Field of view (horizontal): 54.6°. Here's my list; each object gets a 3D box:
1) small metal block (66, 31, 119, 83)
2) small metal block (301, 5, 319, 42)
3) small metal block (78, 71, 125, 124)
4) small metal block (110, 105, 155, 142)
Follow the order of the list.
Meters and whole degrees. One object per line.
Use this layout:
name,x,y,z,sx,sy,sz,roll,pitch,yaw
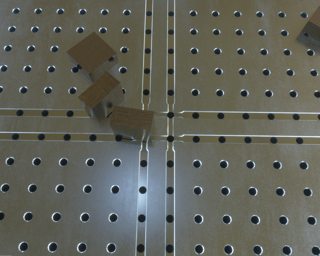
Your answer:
small metal block,-0.097,-0.103,0.449,0.050,0.025,0.050,-42,75,-14
small metal block,0.254,-0.159,0.471,0.050,0.025,0.050,35,74,12
small metal block,-0.076,-0.040,0.413,0.025,0.050,0.050,40,75,13
small metal block,-0.034,-0.004,0.400,0.050,0.050,0.025,9,71,3
